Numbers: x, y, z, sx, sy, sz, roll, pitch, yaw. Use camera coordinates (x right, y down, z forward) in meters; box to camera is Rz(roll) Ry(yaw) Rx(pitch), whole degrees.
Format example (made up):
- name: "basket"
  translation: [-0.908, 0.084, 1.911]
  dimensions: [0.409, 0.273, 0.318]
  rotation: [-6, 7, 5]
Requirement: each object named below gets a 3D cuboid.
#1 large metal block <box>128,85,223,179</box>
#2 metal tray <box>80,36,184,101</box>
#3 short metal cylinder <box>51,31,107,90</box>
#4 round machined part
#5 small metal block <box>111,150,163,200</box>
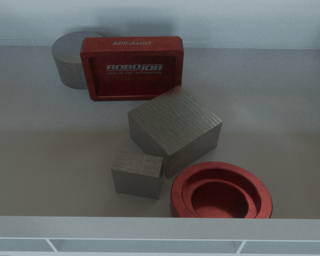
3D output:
- name: "large metal block"
  translation: [0.017, 0.003, 0.387]
  dimensions: [0.081, 0.050, 0.080]
  rotation: [-31, 57, -24]
- name: "metal tray"
  translation: [-0.036, -0.080, 0.429]
  dimensions: [0.131, 0.089, 0.030]
  rotation: [-1, 50, -2]
- name: "short metal cylinder"
  translation: [-0.119, -0.104, 0.475]
  dimensions: [0.081, 0.050, 0.080]
  rotation: [0, 50, 0]
- name: "round machined part"
  translation: [0.059, 0.082, 0.316]
  dimensions: [0.099, 0.042, 0.098]
  rotation: [1, 36, -1]
- name: "small metal block"
  translation: [-0.024, 0.053, 0.344]
  dimensions: [0.050, 0.050, 0.025]
  rotation: [9, 51, 7]
